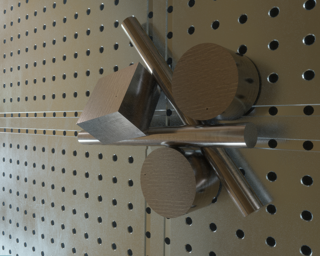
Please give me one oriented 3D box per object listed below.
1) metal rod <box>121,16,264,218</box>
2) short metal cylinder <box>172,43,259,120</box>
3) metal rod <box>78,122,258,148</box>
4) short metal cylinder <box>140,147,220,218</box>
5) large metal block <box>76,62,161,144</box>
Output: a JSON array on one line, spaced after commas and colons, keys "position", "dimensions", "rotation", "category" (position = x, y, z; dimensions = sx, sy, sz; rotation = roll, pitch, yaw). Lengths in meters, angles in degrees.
[{"position": [0.027, -0.030, 0.382], "dimensions": [0.025, 0.025, 0.299], "rotation": [-45, 63, 30], "category": "metal rod"}, {"position": [0.060, -0.048, 0.339], "dimensions": [0.080, 0.050, 0.079], "rotation": [0, 90, 40], "category": "short metal cylinder"}, {"position": [-0.019, 0.011, 0.398], "dimensions": [0.300, 0.025, 0.025], "rotation": [-2, 89, 46], "category": "metal rod"}, {"position": [0.023, 0.061, 0.369], "dimensions": [0.080, 0.050, 0.079], "rotation": [0, 90, 40], "category": "short metal cylinder"}, {"position": [-0.052, -0.030, 0.407], "dimensions": [0.080, 0.050, 0.080], "rotation": [-13, 47, 39], "category": "large metal block"}]
